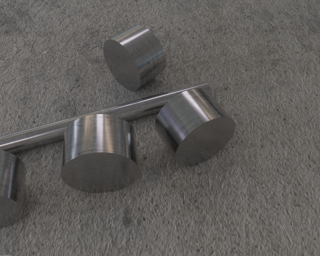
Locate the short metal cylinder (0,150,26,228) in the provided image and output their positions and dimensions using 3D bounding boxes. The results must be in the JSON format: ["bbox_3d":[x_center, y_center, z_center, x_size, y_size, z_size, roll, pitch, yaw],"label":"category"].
[{"bbox_3d":[-0.181,0.063,0.313,0.081,0.080,0.050,-9,51,-8],"label":"short metal cylinder"}]

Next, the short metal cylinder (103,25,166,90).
[{"bbox_3d":[-0.038,-0.102,0.453,0.080,0.080,0.050,37,60,27],"label":"short metal cylinder"}]

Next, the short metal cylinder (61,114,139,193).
[{"bbox_3d":[-0.065,0.030,0.342,0.081,0.080,0.050,-6,50,-5],"label":"short metal cylinder"}]

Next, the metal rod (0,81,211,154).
[{"bbox_3d":[-0.072,-0.014,0.413,0.302,0.025,0.025,-17,52,-14],"label":"metal rod"}]

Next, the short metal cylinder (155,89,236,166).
[{"bbox_3d":[0.041,0.000,0.368,0.081,0.080,0.050,-22,54,-17],"label":"short metal cylinder"}]
